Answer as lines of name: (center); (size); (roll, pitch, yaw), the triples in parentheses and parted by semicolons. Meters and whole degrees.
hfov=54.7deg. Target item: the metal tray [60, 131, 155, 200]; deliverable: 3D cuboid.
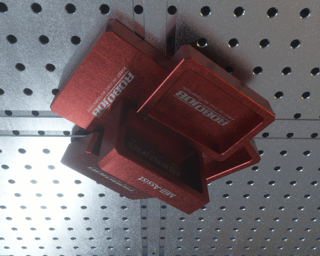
metal tray: (-0.061, 0.058, 0.433); (0.130, 0.030, 0.090); (35, 147, -26)

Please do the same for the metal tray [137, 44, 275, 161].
metal tray: (0.051, -0.022, 0.351); (0.131, 0.030, 0.090); (29, 124, -23)

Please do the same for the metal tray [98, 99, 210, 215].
metal tray: (-0.003, 0.033, 0.357); (0.130, 0.090, 0.030); (33, 122, -25)

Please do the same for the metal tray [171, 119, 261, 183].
metal tray: (0.063, 0.036, 0.438); (0.130, 0.030, 0.090); (-27, 126, 20)

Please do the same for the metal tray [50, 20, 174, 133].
metal tray: (-0.057, -0.048, 0.365); (0.090, 0.030, 0.129); (32, 123, -25)
